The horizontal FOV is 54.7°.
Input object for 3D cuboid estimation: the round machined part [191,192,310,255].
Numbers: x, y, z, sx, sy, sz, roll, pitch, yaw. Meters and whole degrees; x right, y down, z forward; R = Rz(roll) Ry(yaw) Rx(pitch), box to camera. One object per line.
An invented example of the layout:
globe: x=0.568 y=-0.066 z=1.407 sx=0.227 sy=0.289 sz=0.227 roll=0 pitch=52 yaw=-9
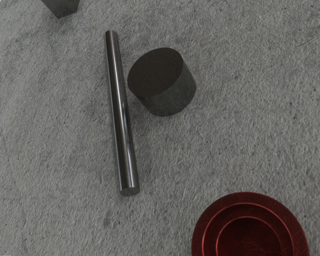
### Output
round machined part: x=0.082 y=0.111 z=0.281 sx=0.098 sy=0.042 sz=0.098 roll=-13 pitch=56 yaw=20

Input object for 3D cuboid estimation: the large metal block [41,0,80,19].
large metal block: x=-0.216 y=-0.297 z=0.661 sx=0.050 sy=0.080 sz=0.080 roll=-10 pitch=58 yaw=23

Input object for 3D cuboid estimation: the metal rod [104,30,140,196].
metal rod: x=-0.061 y=-0.043 z=0.460 sx=0.025 sy=0.025 sz=0.299 roll=-22 pitch=53 yaw=14

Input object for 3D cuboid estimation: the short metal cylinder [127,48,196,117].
short metal cylinder: x=0.003 y=-0.062 z=0.423 sx=0.080 sy=0.050 sz=0.080 roll=-13 pitch=56 yaw=20
